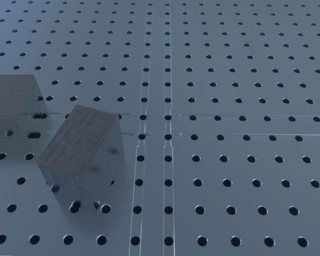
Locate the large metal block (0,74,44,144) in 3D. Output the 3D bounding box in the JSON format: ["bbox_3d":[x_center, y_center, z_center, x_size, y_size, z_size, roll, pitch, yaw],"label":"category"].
[{"bbox_3d":[-0.210,-0.025,0.410,0.081,0.050,0.080,-1,50,-1],"label":"large metal block"}]

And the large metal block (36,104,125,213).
[{"bbox_3d":[-0.081,0.034,0.342,0.050,0.080,0.080,14,52,11],"label":"large metal block"}]
